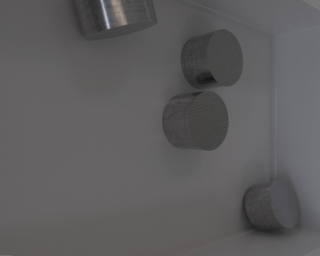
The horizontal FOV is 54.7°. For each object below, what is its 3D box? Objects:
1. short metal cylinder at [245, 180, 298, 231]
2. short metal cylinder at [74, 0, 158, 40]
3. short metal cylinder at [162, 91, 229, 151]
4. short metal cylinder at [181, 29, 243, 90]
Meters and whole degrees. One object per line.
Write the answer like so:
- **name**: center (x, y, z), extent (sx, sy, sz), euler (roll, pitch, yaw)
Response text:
- **short metal cylinder**: center (0.194, 0.135, 0.538), extent (0.081, 0.050, 0.080), euler (18, 60, -34)
- **short metal cylinder**: center (-0.047, -0.129, 0.331), extent (0.081, 0.080, 0.050), euler (-22, 104, -38)
- **short metal cylinder**: center (0.050, -0.010, 0.432), extent (0.081, 0.050, 0.080), euler (0, 90, -40)
- **short metal cylinder**: center (0.077, -0.099, 0.454), extent (0.081, 0.050, 0.080), euler (0, 90, -40)
